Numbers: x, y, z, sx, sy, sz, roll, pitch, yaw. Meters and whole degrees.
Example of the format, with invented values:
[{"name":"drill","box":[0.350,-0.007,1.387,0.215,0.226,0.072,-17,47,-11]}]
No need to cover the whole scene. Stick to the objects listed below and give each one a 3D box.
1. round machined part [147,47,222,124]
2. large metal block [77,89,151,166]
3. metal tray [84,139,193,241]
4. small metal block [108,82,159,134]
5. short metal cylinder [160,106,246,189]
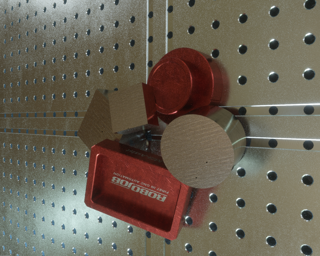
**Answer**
[{"name":"round machined part","box":[0.022,-0.050,0.380,0.098,0.042,0.097,0,90,40]},{"name":"large metal block","box":[-0.065,0.000,0.447,0.080,0.050,0.080,43,116,31]},{"name":"metal tray","box":[-0.028,0.075,0.392,0.130,0.030,0.089,17,109,16]},{"name":"small metal block","box":[-0.033,-0.022,0.376,0.050,0.025,0.050,-14,78,28]},{"name":"short metal cylinder","box":[0.048,0.019,0.339,0.080,0.050,0.079,8,108,27]}]
